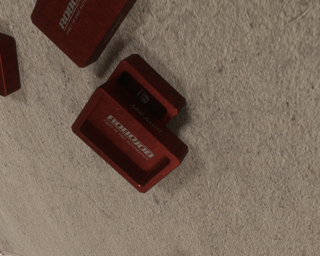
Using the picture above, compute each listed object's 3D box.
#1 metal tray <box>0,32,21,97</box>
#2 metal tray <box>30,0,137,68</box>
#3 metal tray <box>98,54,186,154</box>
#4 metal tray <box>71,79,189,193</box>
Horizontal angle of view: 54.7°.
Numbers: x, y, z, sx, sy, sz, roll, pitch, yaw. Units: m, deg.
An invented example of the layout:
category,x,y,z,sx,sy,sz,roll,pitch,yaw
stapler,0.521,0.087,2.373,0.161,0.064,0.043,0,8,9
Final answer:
category,x,y,z,sx,sy,sz,roll,pitch,yaw
metal tray,-0.282,-0.112,0.479,0.130,0.030,0.089,21,126,15
metal tray,-0.088,-0.145,0.359,0.090,0.030,0.129,44,129,-3
metal tray,-0.040,-0.021,0.409,0.090,0.030,0.129,44,129,-3
metal tray,-0.040,0.014,0.392,0.130,0.030,0.090,43,129,-2
